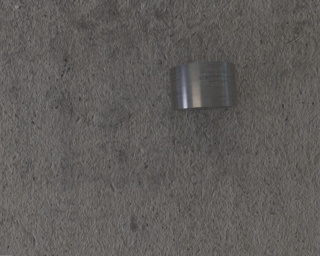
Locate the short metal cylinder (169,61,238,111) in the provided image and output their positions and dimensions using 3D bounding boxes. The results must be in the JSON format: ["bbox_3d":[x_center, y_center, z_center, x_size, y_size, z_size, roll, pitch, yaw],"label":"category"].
[{"bbox_3d":[0.053,-0.049,0.383,0.080,0.080,0.050,-3,90,0],"label":"short metal cylinder"}]
